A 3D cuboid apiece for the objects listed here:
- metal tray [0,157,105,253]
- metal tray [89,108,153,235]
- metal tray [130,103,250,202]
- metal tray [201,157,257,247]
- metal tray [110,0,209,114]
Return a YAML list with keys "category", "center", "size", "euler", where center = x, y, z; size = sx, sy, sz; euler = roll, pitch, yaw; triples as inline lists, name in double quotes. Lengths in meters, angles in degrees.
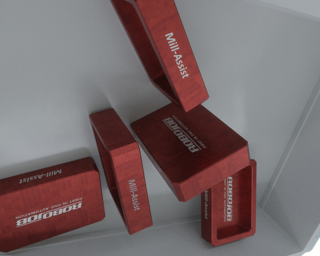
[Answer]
- category: "metal tray"
  center: [-0.140, 0.095, 0.388]
  size: [0.131, 0.030, 0.089]
  euler: [-14, 124, -21]
- category: "metal tray"
  center: [-0.047, 0.052, 0.373]
  size: [0.030, 0.090, 0.129]
  euler: [-19, 126, -17]
- category: "metal tray"
  center: [0.030, 0.016, 0.367]
  size: [0.090, 0.130, 0.030]
  euler: [-28, 128, -11]
- category: "metal tray"
  center: [0.113, 0.117, 0.506]
  size: [0.091, 0.030, 0.129]
  euler: [-4, 96, -27]
- category: "metal tray"
  center: [-0.003, -0.086, 0.311]
  size: [0.030, 0.090, 0.130]
  euler: [-34, 129, -6]
